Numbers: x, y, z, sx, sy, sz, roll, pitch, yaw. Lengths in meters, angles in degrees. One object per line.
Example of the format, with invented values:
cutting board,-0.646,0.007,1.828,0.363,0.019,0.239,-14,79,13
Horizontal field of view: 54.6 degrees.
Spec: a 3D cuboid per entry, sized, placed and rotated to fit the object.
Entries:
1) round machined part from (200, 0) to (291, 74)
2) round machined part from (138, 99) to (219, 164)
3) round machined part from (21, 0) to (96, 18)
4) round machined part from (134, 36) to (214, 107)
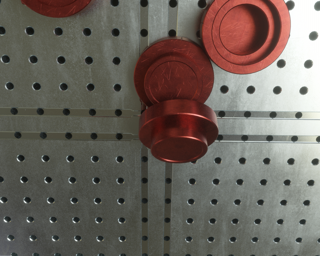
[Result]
round machined part,0.096,-0.115,0.363,0.099,0.042,0.097,0,110,0
round machined part,0.023,0.011,0.382,0.099,0.042,0.098,-1,147,0
round machined part,-0.111,-0.173,0.340,0.099,0.042,0.097,0,110,0
round machined part,0.017,-0.059,0.378,0.098,0.042,0.097,1,115,3
